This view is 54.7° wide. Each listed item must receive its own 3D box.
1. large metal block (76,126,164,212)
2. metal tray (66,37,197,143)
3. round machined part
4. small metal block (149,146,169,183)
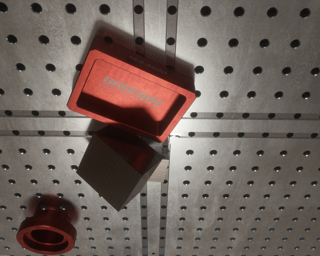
[{"bbox_3d":[-0.055,0.050,0.413,0.080,0.050,0.079,40,126,11],"label":"large metal block"},{"bbox_3d":[-0.034,-0.040,0.373,0.131,0.030,0.089,21,127,-18],"label":"metal tray"},{"bbox_3d":[-0.198,0.183,0.554,0.099,0.042,0.097,-1,130,0],"label":"round machined part"},{"bbox_3d":[-0.016,0.053,0.457,0.050,0.025,0.050,6,130,-6],"label":"small metal block"}]
